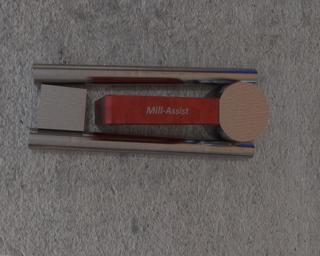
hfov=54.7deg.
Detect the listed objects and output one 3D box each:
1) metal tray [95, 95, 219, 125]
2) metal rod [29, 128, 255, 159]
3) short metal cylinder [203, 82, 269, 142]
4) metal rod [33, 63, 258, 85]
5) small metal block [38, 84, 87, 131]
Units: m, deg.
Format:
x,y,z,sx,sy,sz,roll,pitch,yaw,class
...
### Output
x,y,z,sx,sy,sz,roll,pitch,yaw,class
-0.007,-0.019,0.372,0.131,0.090,0.030,0,90,-20,metal tray
-0.008,0.023,0.407,0.302,0.025,0.025,4,89,-20,metal rod
0.103,-0.022,0.434,0.081,0.050,0.079,0,90,-20,short metal cylinder
-0.004,-0.069,0.409,0.303,0.025,0.025,-3,91,-20,metal rod
-0.116,-0.023,0.368,0.050,0.025,0.050,5,89,-20,small metal block
